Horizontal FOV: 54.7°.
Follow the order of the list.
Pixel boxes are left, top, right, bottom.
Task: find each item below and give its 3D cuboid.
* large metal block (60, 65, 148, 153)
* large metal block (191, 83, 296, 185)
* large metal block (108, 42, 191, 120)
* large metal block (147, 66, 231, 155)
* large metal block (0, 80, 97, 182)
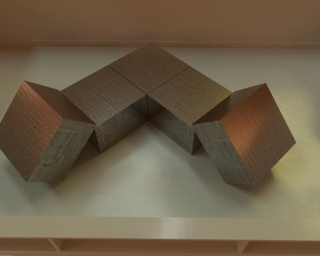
[{"bbox_3d":[-0.073,-0.027,0.409,0.080,0.050,0.080,-36,59,-27],"label":"large metal block"},{"bbox_3d":[0.096,0.007,0.354,0.080,0.050,0.080,-36,102,-26],"label":"large metal block"},{"bbox_3d":[-0.015,-0.070,0.445,0.080,0.050,0.080,-36,59,-27],"label":"large metal block"},{"bbox_3d":[0.041,-0.025,0.408,0.080,0.050,0.080,-36,59,-27],"label":"large metal block"},{"bbox_3d":[-0.133,0.004,0.354,0.080,0.050,0.080,39,102,27],"label":"large metal block"}]
